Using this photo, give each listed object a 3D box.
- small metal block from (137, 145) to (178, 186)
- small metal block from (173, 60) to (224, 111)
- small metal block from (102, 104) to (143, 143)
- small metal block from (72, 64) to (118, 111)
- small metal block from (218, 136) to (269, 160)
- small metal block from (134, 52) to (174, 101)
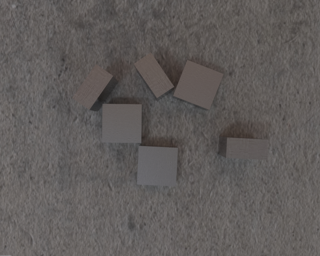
[{"bbox_3d":[-0.003,0.049,0.410,0.050,0.025,0.050,3,90,-1],"label":"small metal block"},{"bbox_3d":[0.049,-0.056,0.411,0.050,0.025,0.050,21,90,-1],"label":"small metal block"},{"bbox_3d":[-0.049,-0.006,0.409,0.050,0.025,0.050,1,90,-1],"label":"small metal block"},{"bbox_3d":[-0.081,-0.049,0.396,0.025,0.050,0.050,35,90,-1],"label":"small metal block"},{"bbox_3d":[0.105,0.025,0.399,0.050,0.050,0.025,3,90,-1],"label":"small metal block"},{"bbox_3d":[-0.007,-0.064,0.397,0.025,0.050,0.050,-34,90,0],"label":"small metal block"}]
